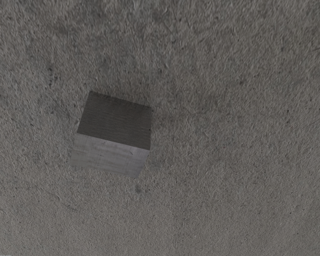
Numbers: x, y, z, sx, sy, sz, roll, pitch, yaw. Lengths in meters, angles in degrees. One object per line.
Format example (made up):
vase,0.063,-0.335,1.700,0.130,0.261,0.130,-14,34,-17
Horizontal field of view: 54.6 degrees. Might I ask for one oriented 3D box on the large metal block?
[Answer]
large metal block,-0.057,0.007,0.376,0.080,0.080,0.050,15,129,-12
